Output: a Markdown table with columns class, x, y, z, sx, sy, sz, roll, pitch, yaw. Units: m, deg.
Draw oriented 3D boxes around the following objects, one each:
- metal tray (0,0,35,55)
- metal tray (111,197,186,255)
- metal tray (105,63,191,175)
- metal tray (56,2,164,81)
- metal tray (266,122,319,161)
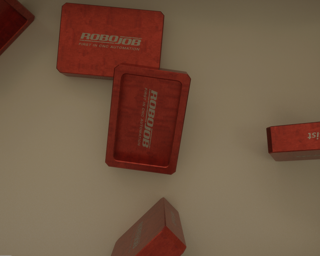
| class | x | y | z | sx | sy | sz | roll | pitch | yaw |
| --- | --- | --- | --- | --- | --- | --- | --- | --- | --- |
| metal tray | -0.223 | -0.113 | 0.375 | 0.030 | 0.090 | 0.130 | 43 | 90 | 0 |
| metal tray | -0.017 | 0.135 | 0.359 | 0.090 | 0.130 | 0.030 | -44 | 91 | 0 |
| metal tray | -0.016 | -0.011 | 0.391 | 0.091 | 0.030 | 0.129 | 8 | 106 | -1 |
| metal tray | -0.063 | -0.110 | 0.408 | 0.131 | 0.030 | 0.089 | 5 | 90 | -1 |
| metal tray | 0.197 | 0.016 | 0.356 | 0.130 | 0.090 | 0.030 | -6 | 76 | 24 |
